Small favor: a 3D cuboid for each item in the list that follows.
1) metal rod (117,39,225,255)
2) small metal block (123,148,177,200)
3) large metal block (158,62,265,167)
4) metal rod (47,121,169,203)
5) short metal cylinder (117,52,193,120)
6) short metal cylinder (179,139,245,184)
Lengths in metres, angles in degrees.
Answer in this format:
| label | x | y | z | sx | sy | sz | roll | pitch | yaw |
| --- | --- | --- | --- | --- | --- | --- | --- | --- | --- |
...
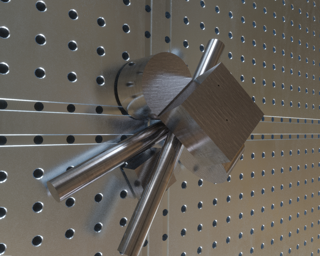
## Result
| label | x | y | z | sx | sy | sz | roll | pitch | yaw |
| --- | --- | --- | --- | --- | --- | --- | --- | --- | --- |
| metal rod | 0.022 | 0.011 | 0.391 | 0.025 | 0.025 | 0.300 | 38 | 67 | -34 |
| small metal block | -0.012 | 0.059 | 0.395 | 0.050 | 0.025 | 0.050 | -35 | 112 | -35 |
| large metal block | 0.060 | -0.014 | 0.356 | 0.080 | 0.050 | 0.080 | 48 | 61 | -10 |
| metal rod | -0.002 | 0.005 | 0.403 | 0.302 | 0.025 | 0.025 | -29 | 109 | -36 |
| short metal cylinder | -0.005 | -0.050 | 0.384 | 0.081 | 0.050 | 0.079 | 0 | 90 | -40 |
| short metal cylinder | 0.068 | 0.031 | 0.427 | 0.050 | 0.080 | 0.080 | -50 | 120 | -27 |
